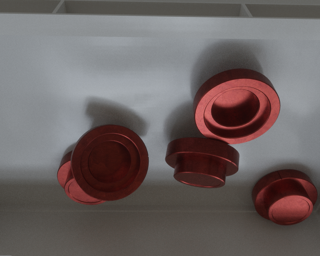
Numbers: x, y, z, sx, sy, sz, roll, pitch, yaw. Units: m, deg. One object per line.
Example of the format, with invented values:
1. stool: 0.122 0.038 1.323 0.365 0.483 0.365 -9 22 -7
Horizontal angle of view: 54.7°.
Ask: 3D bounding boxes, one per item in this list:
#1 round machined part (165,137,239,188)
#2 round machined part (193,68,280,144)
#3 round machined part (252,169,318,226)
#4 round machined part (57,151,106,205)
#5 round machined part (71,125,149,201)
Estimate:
1. round machined part: 0.055 0.051 0.417 0.099 0.042 0.098 9 156 4
2. round machined part: 0.089 -0.029 0.374 0.099 0.042 0.097 -1 130 0
3. round machined part: 0.200 0.116 0.492 0.099 0.042 0.097 0 122 0
4. round machined part: -0.104 0.078 0.463 0.099 0.042 0.097 -1 130 0
5. round machined part: -0.068 0.044 0.412 0.099 0.042 0.097 -1 92 -19
